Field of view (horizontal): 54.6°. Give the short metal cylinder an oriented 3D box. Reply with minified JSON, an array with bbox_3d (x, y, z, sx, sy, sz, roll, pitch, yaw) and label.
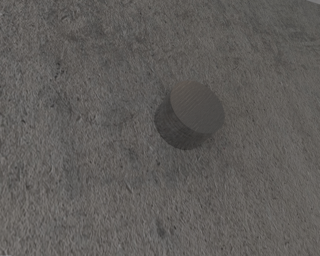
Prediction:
[{"bbox_3d":[0.039,-0.017,0.418,0.081,0.050,0.080,13,56,-21],"label":"short metal cylinder"}]
